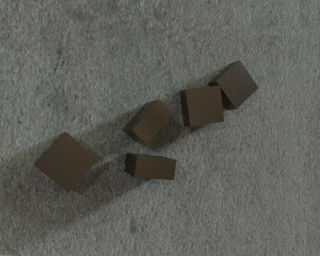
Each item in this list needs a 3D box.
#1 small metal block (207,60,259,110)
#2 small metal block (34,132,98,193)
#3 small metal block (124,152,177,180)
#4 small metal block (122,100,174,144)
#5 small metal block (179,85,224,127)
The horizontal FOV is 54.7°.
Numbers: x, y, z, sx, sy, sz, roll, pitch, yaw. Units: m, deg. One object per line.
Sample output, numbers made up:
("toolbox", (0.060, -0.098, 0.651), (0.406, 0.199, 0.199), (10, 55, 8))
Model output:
("small metal block", (0.106, -0.061, 0.450), (0.050, 0.025, 0.050), (-42, 104, -16))
("small metal block", (-0.111, 0.040, 0.369), (0.050, 0.025, 0.050), (45, 76, -15))
("small metal block", (-0.013, 0.048, 0.392), (0.050, 0.050, 0.025), (8, 88, -20))
("small metal block", (-0.016, -0.007, 0.391), (0.025, 0.050, 0.050), (45, 76, -15))
("small metal block", (0.058, -0.030, 0.429), (0.050, 0.025, 0.050), (-9, 94, -15))
